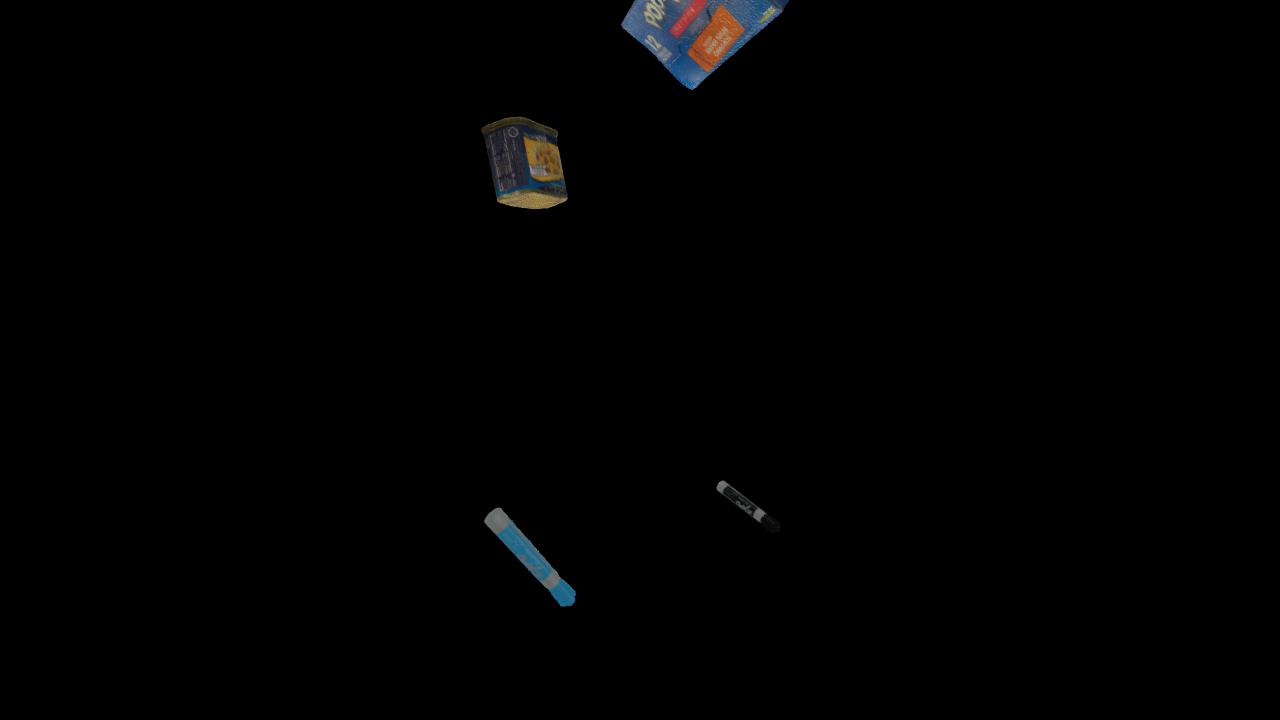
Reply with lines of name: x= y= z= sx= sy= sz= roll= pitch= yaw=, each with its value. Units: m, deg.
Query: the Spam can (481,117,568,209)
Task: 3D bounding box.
Spam can: x=-0.132 y=-0.228 z=0.726 sx=0.058 sy=0.085 sz=0.101 roll=-9 pitch=4 yaw=26

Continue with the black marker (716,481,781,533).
black marker: x=0.159 y=0.216 z=0.905 sx=0.020 sy=0.020 sz=0.121 roll=0 pitch=21 yaw=-39

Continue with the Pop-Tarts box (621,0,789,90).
Pop-Tarts box: x=0.074 y=-0.297 z=0.439 sx=0.083 sy=0.141 sz=0.167 roll=36 pitch=-3 yaw=-16

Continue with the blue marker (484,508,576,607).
blue marker: x=-0.100 y=0.186 z=0.573 sx=0.020 sy=0.121 sz=0.020 roll=-33 pitch=17 yaw=12
